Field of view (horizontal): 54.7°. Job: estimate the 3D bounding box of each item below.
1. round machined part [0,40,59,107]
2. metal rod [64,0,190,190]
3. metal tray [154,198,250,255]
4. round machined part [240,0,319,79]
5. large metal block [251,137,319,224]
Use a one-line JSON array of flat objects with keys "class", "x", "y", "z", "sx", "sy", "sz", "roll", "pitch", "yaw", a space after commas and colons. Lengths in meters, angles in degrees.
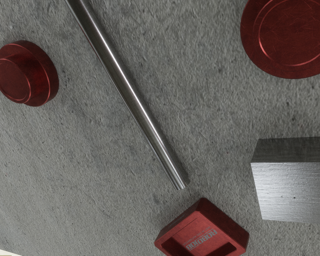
[{"class": "round machined part", "x": -0.202, "y": -0.075, "z": 0.453, "sx": 0.098, "sy": 0.042, "sz": 0.097, "roll": 13, "pitch": 124, "yaw": 20}, {"class": "metal rod", "x": -0.039, "y": -0.045, "z": 0.397, "sx": 0.025, "sy": 0.025, "sz": 0.299, "roll": -18, "pitch": 109, "yaw": 35}, {"class": "metal tray", "x": 0.060, "y": 0.173, "z": 0.477, "sx": 0.090, "sy": 0.030, "sz": 0.129, "roll": 40, "pitch": 129, "yaw": 1}, {"class": "round machined part", "x": 0.121, "y": -0.089, "z": 0.277, "sx": 0.098, "sy": 0.042, "sz": 0.097, "roll": 13, "pitch": 124, "yaw": 20}, {"class": "large metal block", "x": 0.153, "y": 0.057, "z": 0.345, "sx": 0.080, "sy": 0.050, "sz": 0.080, "roll": -4, "pitch": 117, "yaw": 29}]
